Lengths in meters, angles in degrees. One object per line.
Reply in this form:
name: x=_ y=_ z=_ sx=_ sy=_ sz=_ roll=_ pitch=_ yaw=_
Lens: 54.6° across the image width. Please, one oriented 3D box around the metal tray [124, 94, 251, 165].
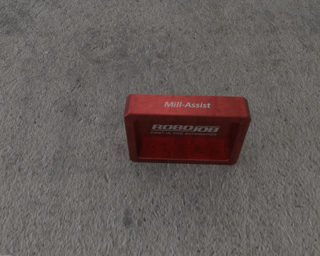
metal tray: x=0.029 y=0.004 z=0.357 sx=0.131 sy=0.090 sz=0.030 roll=2 pitch=50 yaw=1
